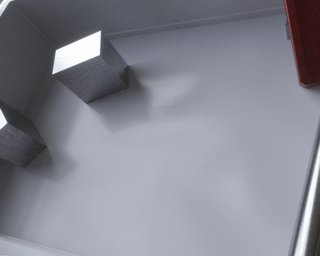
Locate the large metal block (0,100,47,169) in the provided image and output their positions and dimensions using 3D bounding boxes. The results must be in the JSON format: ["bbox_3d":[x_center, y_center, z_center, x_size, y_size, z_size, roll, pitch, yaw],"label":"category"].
[{"bbox_3d":[-0.238,0.007,0.488,0.050,0.080,0.080,-45,51,-3],"label":"large metal block"}]

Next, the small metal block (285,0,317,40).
[{"bbox_3d":[0.191,-0.141,0.392,0.050,0.025,0.050,6,65,30],"label":"small metal block"}]

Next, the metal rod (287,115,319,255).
[{"bbox_3d":[0.144,-0.013,0.249,0.025,0.025,0.300,9,55,32],"label":"metal rod"}]

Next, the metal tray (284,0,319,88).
[{"bbox_3d":[0.190,-0.116,0.337,0.090,0.030,0.129,-10,86,22],"label":"metal tray"}]

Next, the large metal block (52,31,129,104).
[{"bbox_3d":[-0.104,-0.091,0.478,0.080,0.080,0.050,-17,55,18],"label":"large metal block"}]
